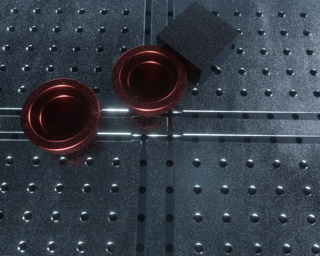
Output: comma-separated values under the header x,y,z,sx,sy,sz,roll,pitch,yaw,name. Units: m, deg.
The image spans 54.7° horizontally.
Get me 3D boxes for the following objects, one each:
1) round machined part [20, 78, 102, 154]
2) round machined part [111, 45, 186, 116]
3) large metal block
x,y,z,sx,sy,sz,roll,pitch,yaw,name
-0.125,-0.012,0.406,0.099,0.042,0.098,0,70,0,round machined part
-0.015,-0.061,0.425,0.099,0.042,0.098,0,70,0,round machined part
0.052,-0.118,0.442,0.080,0.050,0.080,41,75,13,large metal block
